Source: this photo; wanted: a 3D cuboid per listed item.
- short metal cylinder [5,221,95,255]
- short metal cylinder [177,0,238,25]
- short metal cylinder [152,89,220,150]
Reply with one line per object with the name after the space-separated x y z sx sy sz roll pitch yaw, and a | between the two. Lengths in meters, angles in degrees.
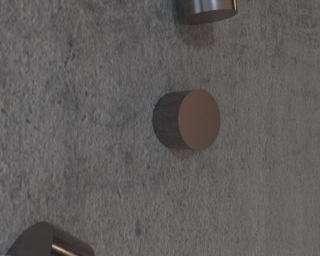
-0.106 0.134 0.282 0.050 0.080 0.080 45 63 -31 | short metal cylinder
0.063 -0.177 0.424 0.081 0.080 0.050 -13 99 -40 | short metal cylinder
0.037 -0.011 0.422 0.081 0.050 0.079 0 90 -40 | short metal cylinder
